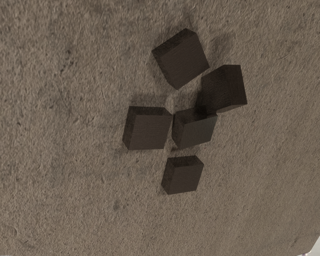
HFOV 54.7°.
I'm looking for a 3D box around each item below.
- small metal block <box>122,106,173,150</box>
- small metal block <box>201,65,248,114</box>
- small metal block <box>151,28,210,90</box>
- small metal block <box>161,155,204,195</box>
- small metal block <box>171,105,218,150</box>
[{"bbox_3d":[-0.017,0.000,0.399,0.050,0.025,0.050,0,118,-29],"label":"small metal block"},{"bbox_3d":[0.081,-0.048,0.394,0.025,0.050,0.050,-5,83,-26],"label":"small metal block"},{"bbox_3d":[0.025,-0.082,0.371,0.050,0.025,0.050,-35,129,-5],"label":"small metal block"},{"bbox_3d":[0.034,0.071,0.472,0.050,0.025,0.050,-2,120,-28],"label":"small metal block"},{"bbox_3d":[0.047,-0.001,0.426,0.050,0.025,0.050,-14,138,-21],"label":"small metal block"}]
